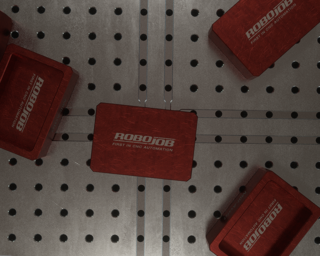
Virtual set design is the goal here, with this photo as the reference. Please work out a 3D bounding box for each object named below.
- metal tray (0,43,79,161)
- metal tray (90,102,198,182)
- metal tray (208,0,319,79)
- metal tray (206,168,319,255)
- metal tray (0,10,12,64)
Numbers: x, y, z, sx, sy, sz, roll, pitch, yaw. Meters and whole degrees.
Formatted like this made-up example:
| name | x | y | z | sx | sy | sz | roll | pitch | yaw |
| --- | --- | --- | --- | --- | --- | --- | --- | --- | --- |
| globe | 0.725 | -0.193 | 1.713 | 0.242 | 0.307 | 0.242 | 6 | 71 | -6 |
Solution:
| name | x | y | z | sx | sy | sz | roll | pitch | yaw |
| --- | --- | --- | --- | --- | --- | --- | --- | --- | --- |
| metal tray | -0.175 | -0.033 | 0.408 | 0.090 | 0.030 | 0.129 | 22 | 90 | -1 |
| metal tray | -0.021 | 0.018 | 0.411 | 0.131 | 0.030 | 0.089 | 6 | 90 | -1 |
| metal tray | 0.142 | -0.140 | 0.413 | 0.130 | 0.030 | 0.090 | -42 | 91 | -1 |
| metal tray | 0.136 | 0.130 | 0.412 | 0.090 | 0.030 | 0.130 | 38 | 90 | -1 |
| metal tray | -0.230 | -0.089 | 0.377 | 0.030 | 0.090 | 0.129 | 14 | 90 | 0 |
